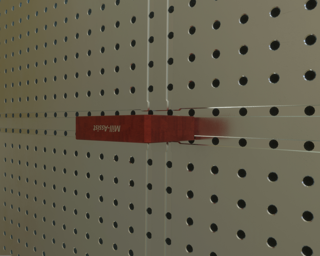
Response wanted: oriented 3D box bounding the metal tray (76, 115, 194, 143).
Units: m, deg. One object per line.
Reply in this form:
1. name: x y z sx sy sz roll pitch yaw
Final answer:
1. metal tray: -0.033 0.000 0.395 0.130 0.091 0.030 1 91 40
